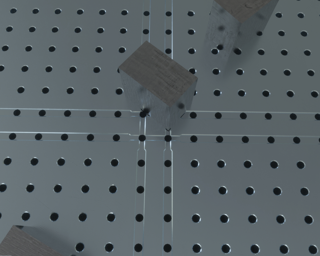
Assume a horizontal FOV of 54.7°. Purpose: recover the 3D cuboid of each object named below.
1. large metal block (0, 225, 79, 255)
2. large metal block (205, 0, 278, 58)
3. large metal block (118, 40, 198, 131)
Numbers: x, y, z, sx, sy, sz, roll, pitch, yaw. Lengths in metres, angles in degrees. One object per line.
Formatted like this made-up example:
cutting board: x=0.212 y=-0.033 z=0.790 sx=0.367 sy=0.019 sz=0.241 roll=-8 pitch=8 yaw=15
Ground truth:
large metal block: x=-0.141 y=0.163 z=0.337 sx=0.080 sy=0.050 sz=0.080 roll=27 pitch=72 yaw=9
large metal block: x=0.116 y=-0.160 z=0.443 sx=0.080 sy=0.080 sz=0.050 roll=-40 pitch=75 yaw=-13
large metal block: x=-0.003 y=-0.052 z=0.402 sx=0.080 sy=0.080 sz=0.050 roll=39 pitch=74 yaw=12
